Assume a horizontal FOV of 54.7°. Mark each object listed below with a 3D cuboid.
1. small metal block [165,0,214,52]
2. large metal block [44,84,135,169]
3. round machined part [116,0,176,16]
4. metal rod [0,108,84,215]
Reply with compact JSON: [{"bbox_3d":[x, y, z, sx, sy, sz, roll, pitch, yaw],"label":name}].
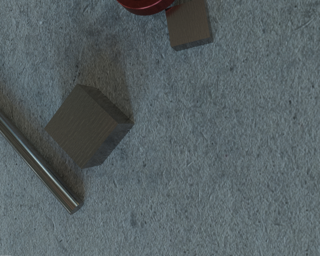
[{"bbox_3d":[0.038,-0.131,0.395,0.050,0.025,0.050,-10,87,19],"label":"small metal block"},{"bbox_3d":[-0.097,-0.002,0.429,0.080,0.050,0.080,43,103,14],"label":"large metal block"},{"bbox_3d":[-0.012,-0.192,0.400,0.098,0.042,0.097,-2,84,21],"label":"round machined part"},{"bbox_3d":[-0.226,0.017,0.486,0.300,0.025,0.025,44,103,14],"label":"metal rod"}]
